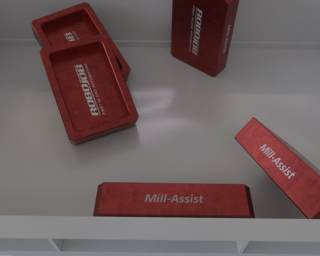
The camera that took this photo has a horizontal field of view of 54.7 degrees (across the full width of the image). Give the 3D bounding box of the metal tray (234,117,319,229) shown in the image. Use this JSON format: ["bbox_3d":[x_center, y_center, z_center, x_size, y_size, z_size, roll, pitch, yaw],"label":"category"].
[{"bbox_3d":[0.138,0.048,0.302,0.090,0.030,0.130,30,17,-31],"label":"metal tray"}]

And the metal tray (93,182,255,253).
[{"bbox_3d":[0.012,0.087,0.289,0.131,0.090,0.030,1,50,0],"label":"metal tray"}]

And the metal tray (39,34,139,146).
[{"bbox_3d":[-0.093,-0.052,0.408,0.091,0.030,0.129,-19,79,-16],"label":"metal tray"}]

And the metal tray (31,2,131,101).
[{"bbox_3d":[-0.115,-0.112,0.455,0.091,0.030,0.130,-30,84,-21],"label":"metal tray"}]

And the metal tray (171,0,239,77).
[{"bbox_3d":[0.062,-0.150,0.463,0.090,0.129,0.030,33,58,25],"label":"metal tray"}]
